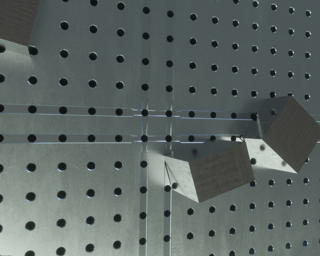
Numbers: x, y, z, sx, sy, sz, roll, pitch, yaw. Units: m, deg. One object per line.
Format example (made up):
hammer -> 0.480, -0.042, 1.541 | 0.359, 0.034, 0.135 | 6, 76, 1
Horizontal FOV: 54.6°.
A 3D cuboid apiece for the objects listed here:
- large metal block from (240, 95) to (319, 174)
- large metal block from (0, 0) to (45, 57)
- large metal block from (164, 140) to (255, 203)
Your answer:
large metal block -> 0.184, 0.009, 0.467 | 0.080, 0.050, 0.080 | 41, 77, -16
large metal block -> -0.174, -0.133, 0.335 | 0.081, 0.050, 0.080 | 14, 85, -20
large metal block -> 0.061, 0.052, 0.406 | 0.081, 0.080, 0.050 | -17, 96, -19
